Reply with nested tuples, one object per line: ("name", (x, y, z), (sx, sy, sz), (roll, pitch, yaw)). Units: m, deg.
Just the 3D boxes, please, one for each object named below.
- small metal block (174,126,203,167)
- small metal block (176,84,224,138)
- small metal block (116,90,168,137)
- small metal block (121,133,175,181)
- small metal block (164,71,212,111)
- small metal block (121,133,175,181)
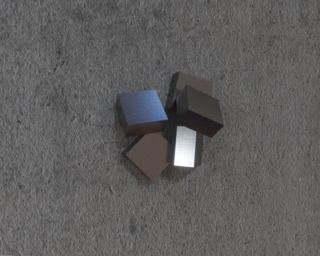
("small metal block", (0.039, 0.024, 0.410), (0.025, 0.050, 0.050), (4, 88, 18))
("small metal block", (0.049, -0.021, 0.389), (0.050, 0.025, 0.050), (23, 39, -19))
("small metal block", (-0.024, -0.019, 0.389), (0.050, 0.025, 0.050), (-8, 55, -21))
("small metal block", (-0.013, 0.033, 0.407), (0.050, 0.025, 0.050), (-47, 105, -14))
("small metal block", (0.039, -0.045, 0.426), (0.050, 0.025, 0.050), (15, 85, -20))
("small metal block", (-0.013, 0.033, 0.407), (0.050, 0.025, 0.050), (-47, 105, -14))
